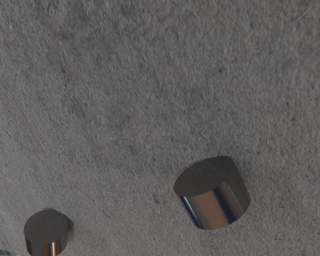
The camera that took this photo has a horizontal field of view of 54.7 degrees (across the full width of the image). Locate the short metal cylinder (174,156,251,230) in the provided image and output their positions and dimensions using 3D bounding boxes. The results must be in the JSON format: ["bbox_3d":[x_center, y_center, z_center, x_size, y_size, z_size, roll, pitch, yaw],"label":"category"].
[{"bbox_3d":[0.064,0.079,0.385,0.080,0.080,0.050,-17,110,34],"label":"short metal cylinder"}]

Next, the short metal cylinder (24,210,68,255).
[{"bbox_3d":[-0.226,0.211,0.618,0.080,0.080,0.050,22,127,14],"label":"short metal cylinder"}]
